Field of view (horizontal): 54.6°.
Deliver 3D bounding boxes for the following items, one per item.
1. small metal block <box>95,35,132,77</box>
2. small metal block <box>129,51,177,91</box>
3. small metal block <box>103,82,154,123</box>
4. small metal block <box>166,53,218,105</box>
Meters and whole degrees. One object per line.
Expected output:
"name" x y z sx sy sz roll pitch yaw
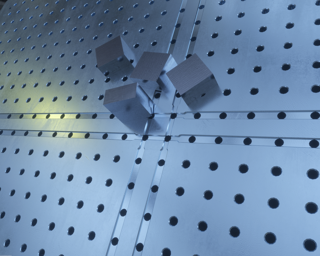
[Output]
"small metal block" -0.080 -0.122 0.526 0.050 0.025 0.050 -24 53 13
"small metal block" -0.010 -0.086 0.467 0.050 0.025 0.050 14 69 34
"small metal block" -0.043 -0.035 0.437 0.050 0.050 0.025 -11 57 22
"small metal block" 0.043 -0.068 0.428 0.050 0.025 0.050 -34 51 6
